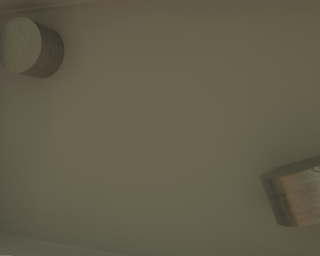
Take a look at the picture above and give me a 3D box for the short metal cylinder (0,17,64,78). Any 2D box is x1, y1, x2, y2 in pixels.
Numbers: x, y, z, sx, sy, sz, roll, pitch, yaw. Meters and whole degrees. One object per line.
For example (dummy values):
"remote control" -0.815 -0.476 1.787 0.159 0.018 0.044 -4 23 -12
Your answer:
"short metal cylinder" -0.193 -0.118 0.463 0.080 0.050 0.079 0 90 19

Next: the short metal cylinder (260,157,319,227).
"short metal cylinder" 0.154 0.065 0.327 0.080 0.080 0.050 -21 83 18
